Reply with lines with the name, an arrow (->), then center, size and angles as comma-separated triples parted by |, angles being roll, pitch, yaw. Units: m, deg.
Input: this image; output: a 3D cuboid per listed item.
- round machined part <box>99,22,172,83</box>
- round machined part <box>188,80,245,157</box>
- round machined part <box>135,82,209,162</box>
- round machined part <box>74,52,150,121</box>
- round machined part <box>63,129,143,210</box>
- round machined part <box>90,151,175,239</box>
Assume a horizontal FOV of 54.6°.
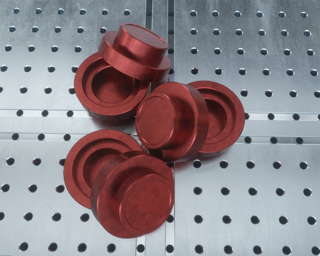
round machined part -> -0.027, -0.105, 0.412 | 0.098, 0.042, 0.098 | 22, 30, -13
round machined part -> 0.057, -0.010, 0.406 | 0.099, 0.042, 0.098 | 0, 70, 0
round machined part -> 0.007, -0.008, 0.373 | 0.042, 0.098, 0.098 | 5, 63, -44
round machined part -> -0.062, -0.055, 0.421 | 0.099, 0.042, 0.098 | 0, 70, 0
round machined part -> -0.064, 0.054, 0.382 | 0.099, 0.042, 0.098 | 0, 70, 0
round machined part -> -0.023, 0.077, 0.344 | 0.099, 0.042, 0.097 | -9, 106, -32
